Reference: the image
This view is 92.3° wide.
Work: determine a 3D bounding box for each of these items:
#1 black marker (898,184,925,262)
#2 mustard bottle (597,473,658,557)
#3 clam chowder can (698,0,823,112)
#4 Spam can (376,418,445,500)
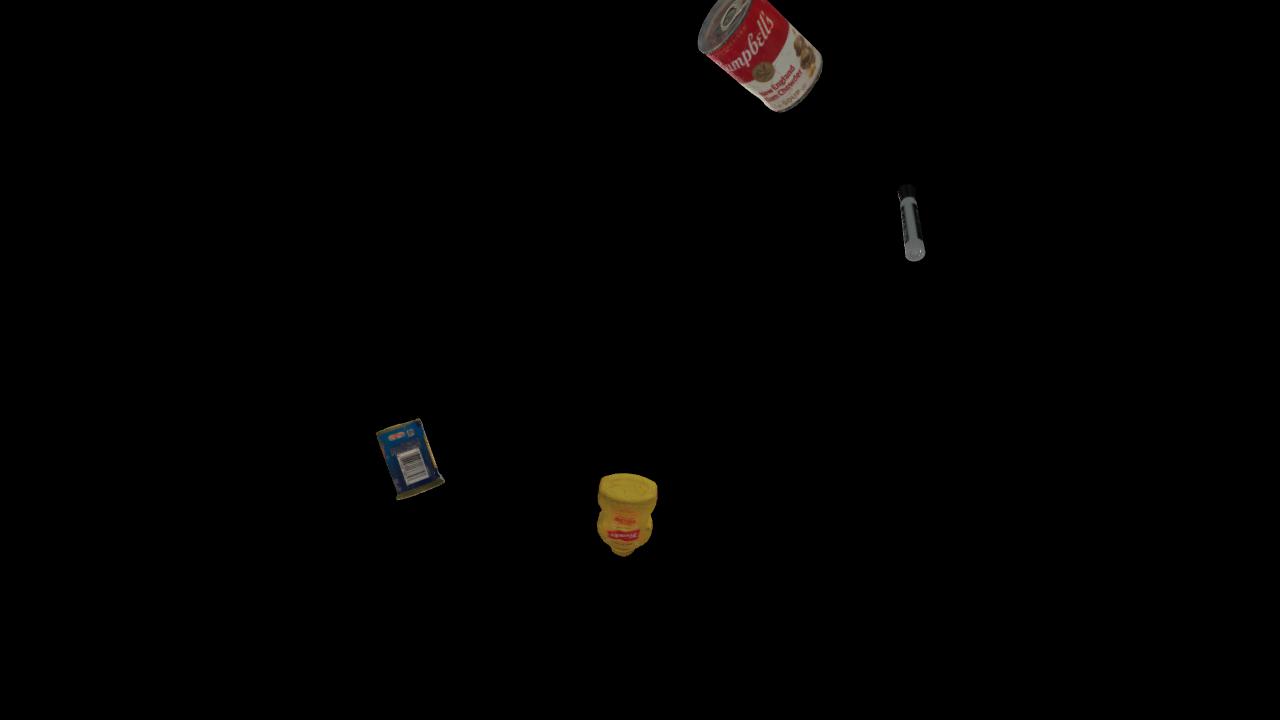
[{"bbox_3d":[0.292,-0.152,0.665,0.020,0.121,0.020,9,-40,8],"label":"black marker"},{"bbox_3d":[-0.023,0.258,0.983,0.092,0.184,0.054,2,41,-4],"label":"mustard bottle"},{"bbox_3d":[0.113,-0.288,0.574,0.102,0.068,0.068,23,-13,-33],"label":"clam chowder can"},{"bbox_3d":[-0.284,0.120,0.760,0.058,0.085,0.101,-19,0,-22],"label":"Spam can"}]
